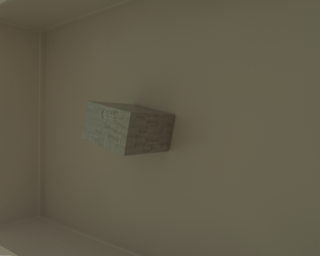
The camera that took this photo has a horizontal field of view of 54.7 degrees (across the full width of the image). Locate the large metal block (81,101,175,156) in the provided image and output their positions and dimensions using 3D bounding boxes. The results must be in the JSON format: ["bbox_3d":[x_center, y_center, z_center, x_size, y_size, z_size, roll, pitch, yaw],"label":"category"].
[{"bbox_3d":[-0.041,-0.002,0.399,0.080,0.081,0.050,16,100,38],"label":"large metal block"}]
